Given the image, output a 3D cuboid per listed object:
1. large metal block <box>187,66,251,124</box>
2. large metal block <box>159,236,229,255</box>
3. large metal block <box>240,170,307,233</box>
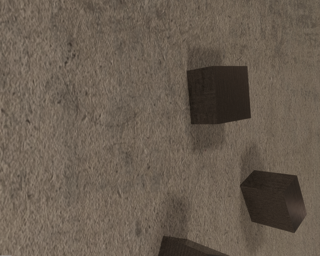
[{"bbox_3d":[0.090,-0.050,0.466,0.081,0.050,0.079,-9,96,-40],"label":"large metal block"},{"bbox_3d":[0.038,0.195,0.404,0.050,0.080,0.080,24,75,-38],"label":"large metal block"},{"bbox_3d":[0.197,0.125,0.538,0.050,0.080,0.080,-34,112,-35],"label":"large metal block"}]
